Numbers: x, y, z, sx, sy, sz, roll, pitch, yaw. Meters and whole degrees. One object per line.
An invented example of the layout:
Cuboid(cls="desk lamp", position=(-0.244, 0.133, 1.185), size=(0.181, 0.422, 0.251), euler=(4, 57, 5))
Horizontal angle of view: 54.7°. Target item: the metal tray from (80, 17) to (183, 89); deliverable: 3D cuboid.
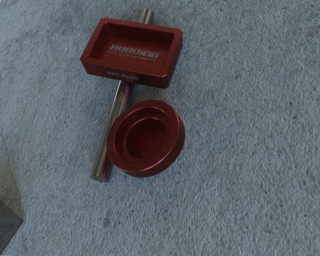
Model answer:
Cuboid(cls="metal tray", position=(-0.040, -0.113, 0.460), size=(0.131, 0.030, 0.090), euler=(13, 64, 11))

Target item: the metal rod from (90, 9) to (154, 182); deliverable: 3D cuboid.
Cuboid(cls="metal rod", position=(-0.050, -0.065, 0.468), size=(0.025, 0.025, 0.299), euler=(-2, 60, 27))

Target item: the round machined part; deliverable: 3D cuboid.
Cuboid(cls="round machined part", position=(-0.014, 0.016, 0.389), size=(0.098, 0.042, 0.098), euler=(-13, 56, 20))

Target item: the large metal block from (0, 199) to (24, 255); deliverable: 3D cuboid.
Cuboid(cls="large metal block", position=(-0.254, 0.141, 0.431), size=(0.080, 0.050, 0.080), euler=(22, 73, 35))
